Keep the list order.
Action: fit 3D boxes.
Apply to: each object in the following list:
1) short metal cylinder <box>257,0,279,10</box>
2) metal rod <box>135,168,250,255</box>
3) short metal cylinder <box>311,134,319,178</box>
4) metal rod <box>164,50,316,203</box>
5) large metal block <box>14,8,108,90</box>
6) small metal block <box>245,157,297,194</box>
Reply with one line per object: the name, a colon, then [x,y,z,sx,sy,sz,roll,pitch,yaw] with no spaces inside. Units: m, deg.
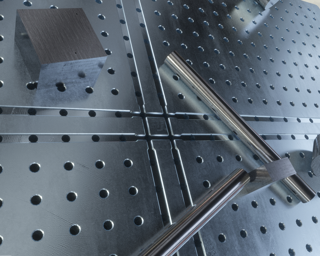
short metal cylinder: [0.254,-0.318,0.704,0.081,0.080,0.050,-33,81,-38]
metal rod: [0.008,0.125,0.335,0.302,0.025,0.025,-29,78,-37]
short metal cylinder: [0.290,0.047,0.500,0.080,0.080,0.050,34,51,-6]
metal rod: [0.119,-0.004,0.474,0.300,0.025,0.025,46,51,4]
large metal block: [-0.125,-0.100,0.386,0.081,0.050,0.080,-17,71,-35]
small metal block: [0.151,0.066,0.432,0.050,0.050,0.025,-10,67,-32]
